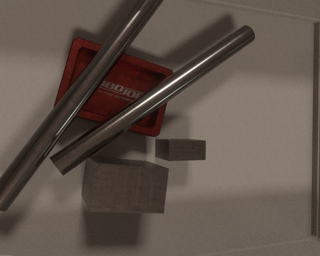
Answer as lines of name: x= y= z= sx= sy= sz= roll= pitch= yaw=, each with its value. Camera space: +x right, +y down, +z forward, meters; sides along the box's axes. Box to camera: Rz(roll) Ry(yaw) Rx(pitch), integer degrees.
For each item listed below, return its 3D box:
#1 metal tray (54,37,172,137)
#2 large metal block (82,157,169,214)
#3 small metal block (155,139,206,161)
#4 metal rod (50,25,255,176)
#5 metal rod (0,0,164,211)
metal tray: x=-0.055 y=-0.047 z=0.388 sx=0.131 sy=0.030 sz=0.090 roll=16 pitch=85 yaw=-20
large metal block: x=-0.044 y=0.065 z=0.366 sx=0.081 sy=0.080 sz=0.050 roll=7 pitch=88 yaw=-20
small metal block: x=0.026 y=0.028 z=0.408 sx=0.050 sy=0.050 sz=0.025 roll=1 pitch=90 yaw=-20
metal rod: x=0.004 y=-0.043 z=0.380 sx=0.301 sy=0.025 sz=0.025 roll=-36 pitch=102 yaw=-17
metal rod: x=-0.086 y=-0.044 z=0.346 sx=0.025 sy=0.025 sz=0.300 roll=38 pitch=78 yaw=-17
